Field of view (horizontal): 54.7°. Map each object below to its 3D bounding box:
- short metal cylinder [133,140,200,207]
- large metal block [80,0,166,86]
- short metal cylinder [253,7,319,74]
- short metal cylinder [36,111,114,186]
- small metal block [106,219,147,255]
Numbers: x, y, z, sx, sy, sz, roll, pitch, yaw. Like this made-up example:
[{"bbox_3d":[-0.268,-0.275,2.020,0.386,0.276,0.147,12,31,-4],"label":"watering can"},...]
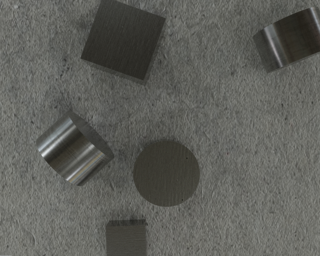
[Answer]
[{"bbox_3d":[0.008,0.055,0.397,0.081,0.050,0.079,0,90,0],"label":"short metal cylinder"},{"bbox_3d":[-0.044,-0.108,0.397,0.080,0.050,0.080,19,90,0],"label":"large metal block"},{"bbox_3d":[0.163,-0.106,0.384,0.080,0.080,0.050,-21,90,0],"label":"short metal cylinder"},{"bbox_3d":[-0.103,0.025,0.382,0.050,0.080,0.080,-43,90,0],"label":"short metal cylinder"},{"bbox_3d":[-0.044,0.150,0.410,0.050,0.025,0.050,-2,90,0],"label":"small metal block"}]
